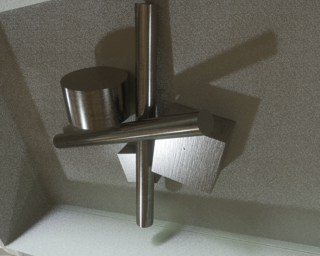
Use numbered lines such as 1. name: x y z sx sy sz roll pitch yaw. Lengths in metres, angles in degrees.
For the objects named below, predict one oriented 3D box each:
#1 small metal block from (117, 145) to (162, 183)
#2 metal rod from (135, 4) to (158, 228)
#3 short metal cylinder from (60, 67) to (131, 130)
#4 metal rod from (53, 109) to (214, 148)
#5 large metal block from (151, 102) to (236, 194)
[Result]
1. small metal block: -0.028 0.052 0.454 0.050 0.025 0.050 -3 117 29
2. metal rod: -0.018 0.002 0.394 0.025 0.025 0.298 12 116 21
3. short metal cylinder: -0.079 -0.040 0.388 0.080 0.080 0.050 11 123 21
4. metal rod: -0.060 0.008 0.399 0.300 0.025 0.025 -8 116 46
5. large metal block: 0.040 0.024 0.385 0.080 0.050 0.079 19 126 16
